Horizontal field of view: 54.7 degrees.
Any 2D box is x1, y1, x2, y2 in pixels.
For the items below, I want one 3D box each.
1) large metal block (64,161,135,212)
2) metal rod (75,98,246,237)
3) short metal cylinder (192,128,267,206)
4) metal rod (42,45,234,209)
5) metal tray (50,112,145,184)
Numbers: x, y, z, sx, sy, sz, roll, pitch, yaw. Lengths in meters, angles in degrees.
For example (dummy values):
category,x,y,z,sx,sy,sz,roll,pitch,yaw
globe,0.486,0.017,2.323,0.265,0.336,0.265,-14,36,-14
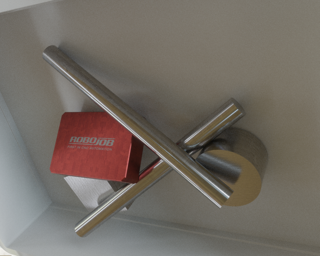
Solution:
category,x,y,z,sx,sy,sz,roll,pitch,yaw
large metal block,-0.088,0.086,0.484,0.080,0.050,0.080,-21,108,35
metal rod,-0.015,0.065,0.406,0.299,0.025,0.025,-41,95,25
short metal cylinder,0.085,0.047,0.373,0.080,0.050,0.079,13,124,20
metal rod,-0.039,-0.012,0.380,0.300,0.025,0.025,39,130,17
metal tray,-0.086,0.024,0.426,0.130,0.030,0.090,1,75,29
